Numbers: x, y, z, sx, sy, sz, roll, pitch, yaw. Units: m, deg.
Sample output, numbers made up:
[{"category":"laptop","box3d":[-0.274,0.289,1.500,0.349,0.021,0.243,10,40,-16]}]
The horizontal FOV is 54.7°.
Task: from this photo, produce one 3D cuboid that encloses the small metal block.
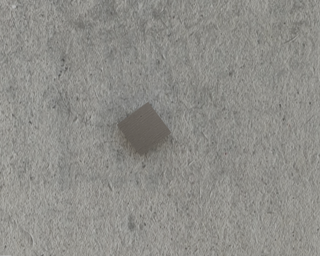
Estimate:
[{"category":"small metal block","box3d":[-0.020,0.001,0.411,0.050,0.025,0.050,-37,90,0]}]
